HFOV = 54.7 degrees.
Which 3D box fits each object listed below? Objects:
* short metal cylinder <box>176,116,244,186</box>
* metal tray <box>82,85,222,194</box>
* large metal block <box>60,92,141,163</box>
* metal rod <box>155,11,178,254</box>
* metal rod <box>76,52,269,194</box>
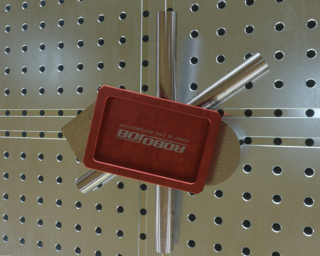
[{"bbox_3d":[0.059,0.026,0.377,0.080,0.050,0.079,0,90,19],"label":"short metal cylinder"},{"bbox_3d":[-0.008,0.012,0.337,0.131,0.030,0.089,13,95,0],"label":"metal tray"},{"bbox_3d":[-0.065,-0.001,0.404,0.080,0.080,0.050,-35,79,16],"label":"large metal block"},{"bbox_3d":[0.007,0.013,0.385,0.025,0.025,0.298,4,101,19],"label":"metal rod"},{"bbox_3d":[0.005,0.002,0.410,0.300,0.025,0.025,-35,79,16],"label":"metal rod"}]
